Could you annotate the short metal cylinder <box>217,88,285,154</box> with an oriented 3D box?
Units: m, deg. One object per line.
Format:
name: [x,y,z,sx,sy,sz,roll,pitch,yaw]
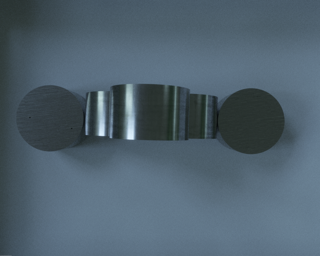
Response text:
short metal cylinder: [0.110,-0.008,0.398,0.081,0.050,0.080,0,90,0]

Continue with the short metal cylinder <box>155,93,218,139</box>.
short metal cylinder: [0.030,-0.013,0.382,0.081,0.080,0.050,2,90,0]

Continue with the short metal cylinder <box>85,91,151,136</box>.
short metal cylinder: [-0.051,-0.016,0.381,0.081,0.080,0.050,2,90,0]

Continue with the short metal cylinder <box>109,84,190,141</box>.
short metal cylinder: [-0.010,-0.014,0.313,0.081,0.080,0.050,2,90,0]

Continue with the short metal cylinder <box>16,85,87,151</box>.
short metal cylinder: [-0.132,-0.012,0.396,0.081,0.050,0.080,0,90,0]
